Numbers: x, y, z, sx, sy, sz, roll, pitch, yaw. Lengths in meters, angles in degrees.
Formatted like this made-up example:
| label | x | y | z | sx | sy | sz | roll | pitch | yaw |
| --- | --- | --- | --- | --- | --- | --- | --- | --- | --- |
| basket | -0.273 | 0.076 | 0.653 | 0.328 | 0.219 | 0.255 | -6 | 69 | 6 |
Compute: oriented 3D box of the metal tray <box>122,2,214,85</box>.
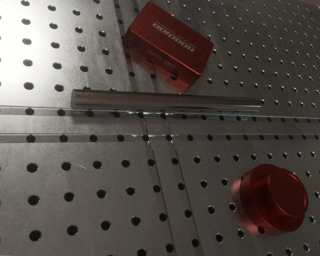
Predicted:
| label | x | y | z | sx | sy | sz | roll | pitch | yaw |
| --- | --- | --- | --- | --- | --- | --- | --- | --- | --- |
| metal tray | 0.017 | -0.137 | 0.500 | 0.130 | 0.030 | 0.090 | 31 | 52 | -9 |

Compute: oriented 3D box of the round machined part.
| label | x | y | z | sx | sy | sz | roll | pitch | yaw |
| --- | --- | --- | --- | --- | --- | --- | --- | --- | --- |
| round machined part | 0.165 | 0.095 | 0.431 | 0.099 | 0.042 | 0.098 | 14 | 56 | -21 |

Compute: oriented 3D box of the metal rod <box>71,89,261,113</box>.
| label | x | y | z | sx | sy | sz | roll | pitch | yaw |
| --- | --- | --- | --- | --- | --- | --- | --- | --- | --- |
| metal rod | 0.028 | -0.036 | 0.447 | 0.303 | 0.025 | 0.025 | -1 | 62 | -29 |
